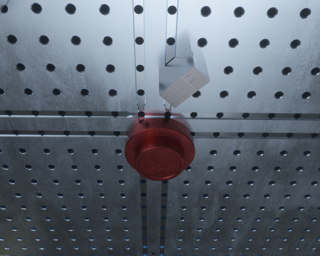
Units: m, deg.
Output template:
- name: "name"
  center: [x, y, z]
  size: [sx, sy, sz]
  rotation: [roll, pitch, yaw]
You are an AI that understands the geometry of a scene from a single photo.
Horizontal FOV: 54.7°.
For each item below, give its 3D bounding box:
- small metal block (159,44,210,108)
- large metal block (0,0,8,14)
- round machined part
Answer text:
- name: "small metal block"
  center: [0.026, -0.058, 0.346]
  size: [0.050, 0.050, 0.025]
  rotation: [-37, 121, 27]
- name: "large metal block"
  center: [-0.173, -0.138, 0.264]
  size: [0.080, 0.050, 0.080]
  rotation: [33, 136, -25]
- name: "round machined part"
  center: [0.000, 0.037, 0.432]
  size: [0.099, 0.042, 0.097]
  rotation: [-1, 130, 0]
